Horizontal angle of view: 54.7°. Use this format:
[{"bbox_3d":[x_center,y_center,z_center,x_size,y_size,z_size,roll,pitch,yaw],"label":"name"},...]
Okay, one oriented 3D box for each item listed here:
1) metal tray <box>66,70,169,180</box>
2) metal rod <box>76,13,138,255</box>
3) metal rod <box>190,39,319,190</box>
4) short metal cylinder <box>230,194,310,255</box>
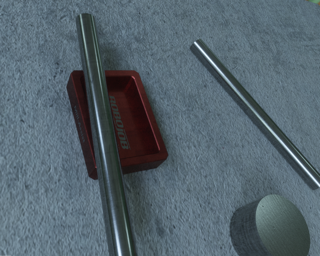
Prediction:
[{"bbox_3d":[-0.053,-0.009,0.377,0.091,0.030,0.130,-6,65,-31],"label":"metal tray"},{"bbox_3d":[-0.062,-0.006,0.334,0.025,0.025,0.299,0,62,-28],"label":"metal rod"},{"bbox_3d":[0.154,-0.026,0.502,0.025,0.025,0.300,-33,80,-38],"label":"metal rod"},{"bbox_3d":[0.134,0.128,0.382,0.081,0.050,0.080,14,56,-21],"label":"short metal cylinder"}]
